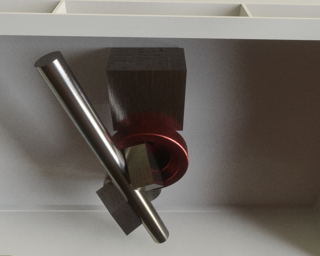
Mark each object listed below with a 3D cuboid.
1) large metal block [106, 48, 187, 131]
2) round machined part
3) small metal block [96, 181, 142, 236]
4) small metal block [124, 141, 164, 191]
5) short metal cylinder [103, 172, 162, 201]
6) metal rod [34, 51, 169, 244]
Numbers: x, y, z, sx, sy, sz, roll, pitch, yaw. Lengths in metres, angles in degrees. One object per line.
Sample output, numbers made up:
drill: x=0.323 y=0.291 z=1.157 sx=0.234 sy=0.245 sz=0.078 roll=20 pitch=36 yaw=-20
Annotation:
large metal block: x=-0.014 y=-0.043 z=0.352 sx=0.081 sy=0.050 sz=0.079 roll=0 pitch=130 yaw=-1
round machined part: x=-0.015 y=0.030 z=0.383 sx=0.099 sy=0.042 sz=0.097 roll=-1 pitch=130 yaw=0
small metal block: x=-0.055 y=0.106 z=0.412 sx=0.025 sy=0.050 sz=0.050 roll=-35 pitch=129 yaw=-15
small metal block: x=-0.018 y=0.046 z=0.367 sx=0.025 sy=0.050 sz=0.050 roll=-17 pitch=163 yaw=9
short metal cylinder: x=-0.038 y=0.067 z=0.448 sx=0.081 sy=0.050 sz=0.079 roll=0 pitch=130 yaw=0
metal rod: x=-0.047 y=0.048 z=0.356 sx=0.025 sy=0.025 sz=0.299 roll=-15 pitch=129 yaw=12
